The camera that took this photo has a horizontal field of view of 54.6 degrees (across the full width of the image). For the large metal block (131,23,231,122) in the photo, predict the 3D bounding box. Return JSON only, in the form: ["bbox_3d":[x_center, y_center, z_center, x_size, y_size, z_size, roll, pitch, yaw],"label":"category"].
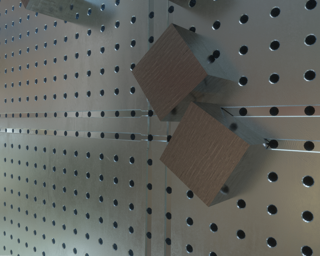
[{"bbox_3d":[0.023,-0.063,0.375,0.080,0.050,0.080,-44,64,31],"label":"large metal block"}]

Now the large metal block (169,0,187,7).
[{"bbox_3d":[0.005,-0.205,0.370,0.050,0.081,0.080,-33,69,35],"label":"large metal block"}]

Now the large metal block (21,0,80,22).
[{"bbox_3d":[-0.198,-0.240,0.539,0.050,0.081,0.080,-47,62,30],"label":"large metal block"}]

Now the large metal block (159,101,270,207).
[{"bbox_3d":[0.058,0.026,0.346,0.080,0.050,0.080,42,115,32],"label":"large metal block"}]
